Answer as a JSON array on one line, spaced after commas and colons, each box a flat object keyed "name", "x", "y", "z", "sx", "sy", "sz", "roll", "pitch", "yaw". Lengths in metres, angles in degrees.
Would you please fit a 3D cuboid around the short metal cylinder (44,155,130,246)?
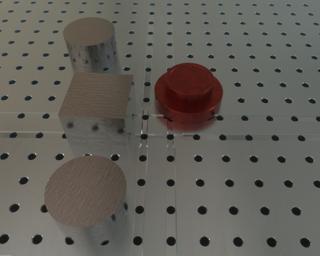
[{"name": "short metal cylinder", "x": -0.074, "y": 0.076, "z": 0.327, "sx": 0.080, "sy": 0.050, "sz": 0.080, "roll": 0, "pitch": 50, "yaw": 0}]

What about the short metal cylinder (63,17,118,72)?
[{"name": "short metal cylinder", "x": -0.111, "y": -0.137, "z": 0.506, "sx": 0.081, "sy": 0.050, "sz": 0.080, "roll": 0, "pitch": 50, "yaw": 0}]

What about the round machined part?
[{"name": "round machined part", "x": 0.041, "y": -0.057, "z": 0.444, "sx": 0.099, "sy": 0.042, "sz": 0.098, "roll": 0, "pitch": 50, "yaw": 0}]

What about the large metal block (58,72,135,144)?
[{"name": "large metal block", "x": -0.079, "y": -0.028, "z": 0.414, "sx": 0.080, "sy": 0.050, "sz": 0.080, "roll": 4, "pitch": 50, "yaw": 3}]
